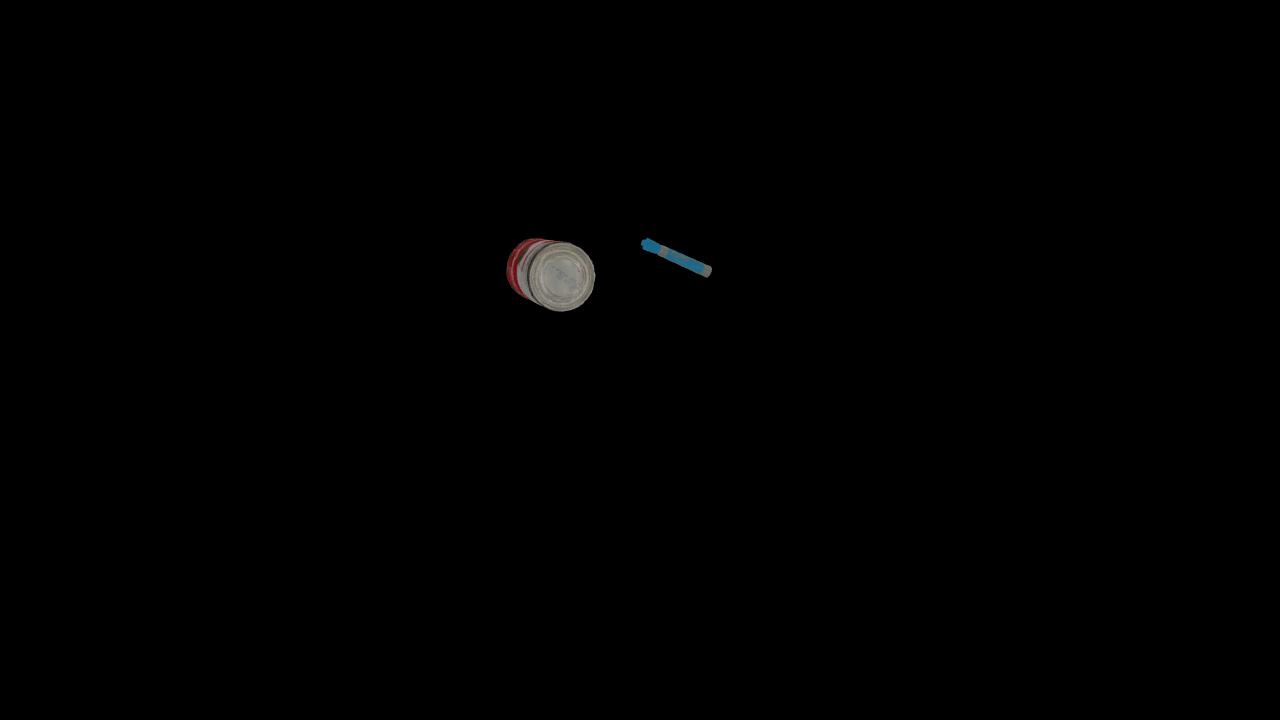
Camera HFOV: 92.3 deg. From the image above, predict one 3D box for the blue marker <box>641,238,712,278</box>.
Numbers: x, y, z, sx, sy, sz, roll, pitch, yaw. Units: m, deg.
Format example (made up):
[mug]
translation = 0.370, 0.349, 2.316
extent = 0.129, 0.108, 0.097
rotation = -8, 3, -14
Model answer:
[blue marker]
translation = 0.056, -0.157, 0.942
extent = 0.121, 0.020, 0.020
rotation = 20, -8, -22

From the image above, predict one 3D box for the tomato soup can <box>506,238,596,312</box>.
[tomato soup can]
translation = -0.091, -0.087, 0.618
extent = 0.068, 0.068, 0.101
rotation = 0, 12, -23
